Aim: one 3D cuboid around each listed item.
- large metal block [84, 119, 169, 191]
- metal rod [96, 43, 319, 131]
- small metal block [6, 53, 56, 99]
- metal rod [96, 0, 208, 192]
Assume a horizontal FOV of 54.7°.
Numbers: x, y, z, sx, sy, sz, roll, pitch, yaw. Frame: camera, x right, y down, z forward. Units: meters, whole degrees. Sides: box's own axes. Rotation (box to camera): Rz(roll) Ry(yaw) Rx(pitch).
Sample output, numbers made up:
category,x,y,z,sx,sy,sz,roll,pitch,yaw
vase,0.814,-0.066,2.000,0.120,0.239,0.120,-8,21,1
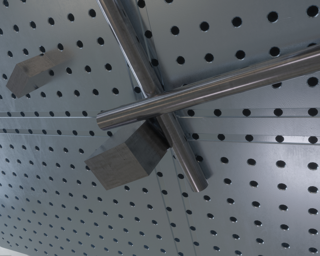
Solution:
category,x,y,z,sx,sy,sz,roll,pitch,yaw
large metal block,-0.039,0.031,0.416,0.080,0.080,0.050,-25,105,37
metal rod,0.057,-0.042,0.333,0.300,0.025,0.025,-14,111,26
small metal block,-0.186,-0.075,0.447,0.025,0.050,0.050,46,129,-4
metal rod,-0.008,-0.046,0.387,0.025,0.025,0.299,-15,111,34
